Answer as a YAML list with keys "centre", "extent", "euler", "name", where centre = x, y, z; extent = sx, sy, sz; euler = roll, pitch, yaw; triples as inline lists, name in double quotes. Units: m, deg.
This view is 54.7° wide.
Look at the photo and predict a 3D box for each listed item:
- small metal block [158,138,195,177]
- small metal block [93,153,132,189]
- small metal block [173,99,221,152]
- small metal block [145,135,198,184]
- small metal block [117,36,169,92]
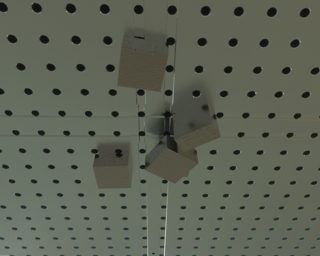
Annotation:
- centre: [0.020, 0.043, 0.449]
  extent: [0.050, 0.025, 0.050]
  euler: [7, 130, -6]
  name: "small metal block"
- centre: [-0.070, 0.065, 0.466]
  extent: [0.050, 0.025, 0.050]
  euler: [-2, 130, 1]
  name: "small metal block"
- centre: [0.045, -0.004, 0.393]
  extent: [0.050, 0.050, 0.025]
  euler: [-25, 126, 19]
  name: "small metal block"
- centre: [0.015, 0.043, 0.416]
  extent: [0.050, 0.025, 0.050]
  euler: [28, 124, -22]
  name: "small metal block"
- centre: [-0.020, -0.072, 0.350]
  extent: [0.050, 0.025, 0.050]
  euler: [7, 130, -7]
  name: "small metal block"
